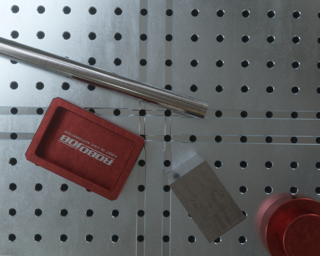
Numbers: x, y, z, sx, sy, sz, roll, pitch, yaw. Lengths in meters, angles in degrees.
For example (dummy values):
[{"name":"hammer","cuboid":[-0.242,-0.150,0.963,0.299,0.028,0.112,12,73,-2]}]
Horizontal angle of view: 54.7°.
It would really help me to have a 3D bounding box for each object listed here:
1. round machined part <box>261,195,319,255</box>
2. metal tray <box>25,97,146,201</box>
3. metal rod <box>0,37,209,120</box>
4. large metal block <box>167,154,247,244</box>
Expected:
[{"name":"round machined part","cuboid":[0.188,0.141,0.408,0.099,0.042,0.097,0,90,-1]},{"name":"metal tray","cuboid":[-0.096,0.027,0.409,0.131,0.030,0.090,26,90,-1]},{"name":"metal rod","cuboid":[-0.083,-0.068,0.412,0.302,0.025,0.025,17,90,-1]},{"name":"large metal block","cuboid":[0.053,0.082,0.387,0.050,0.080,0.080,-35,90,0]}]
